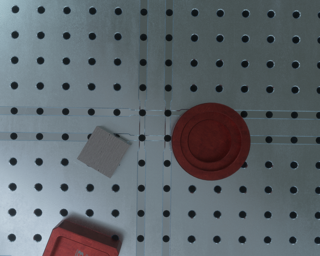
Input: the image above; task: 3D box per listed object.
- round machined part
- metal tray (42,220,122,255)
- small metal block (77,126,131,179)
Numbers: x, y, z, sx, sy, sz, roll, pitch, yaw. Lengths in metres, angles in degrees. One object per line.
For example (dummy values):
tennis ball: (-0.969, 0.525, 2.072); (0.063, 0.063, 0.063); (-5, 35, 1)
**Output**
round machined part: (0.064, 0.017, 0.406); (0.099, 0.042, 0.097); (0, 90, -1)
metal tray: (-0.116, 0.200, 0.409); (0.090, 0.030, 0.129); (21, 90, -1)
small metal block: (-0.073, 0.031, 0.412); (0.050, 0.025, 0.050); (31, 90, -1)
